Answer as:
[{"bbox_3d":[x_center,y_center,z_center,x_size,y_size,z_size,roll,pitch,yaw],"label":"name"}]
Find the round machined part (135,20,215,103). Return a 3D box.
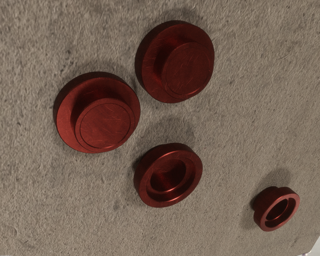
[{"bbox_3d":[0.024,-0.073,0.365,0.099,0.042,0.097,-14,125,-21],"label":"round machined part"}]

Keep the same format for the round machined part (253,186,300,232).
[{"bbox_3d":[0.226,0.156,0.619,0.099,0.042,0.097,-14,125,-21],"label":"round machined part"}]

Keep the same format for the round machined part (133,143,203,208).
[{"bbox_3d":[0.008,0.062,0.440,0.099,0.042,0.097,-14,125,-21],"label":"round machined part"}]

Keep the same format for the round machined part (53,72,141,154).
[{"bbox_3d":[-0.068,-0.011,0.353,0.099,0.042,0.097,-14,125,-21],"label":"round machined part"}]
